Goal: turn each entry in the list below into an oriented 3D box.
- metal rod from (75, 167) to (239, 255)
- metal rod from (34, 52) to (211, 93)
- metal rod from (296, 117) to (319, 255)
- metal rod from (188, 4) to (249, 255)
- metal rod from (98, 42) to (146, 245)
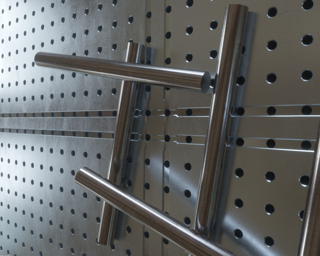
[{"bbox_3d":[0.020,0.120,0.352,0.300,0.025,0.025,24,106,24],"label":"metal rod"},{"bbox_3d":[-0.072,-0.082,0.429,0.300,0.025,0.025,14,99,32],"label":"metal rod"},{"bbox_3d":[0.140,0.075,0.272,0.025,0.025,0.298,9,90,39],"label":"metal rod"},{"bbox_3d":[0.065,0.015,0.354,0.025,0.025,0.298,13,98,39],"label":"metal rod"},{"bbox_3d":[-0.058,0.028,0.454,0.025,0.025,0.298,16,100,38],"label":"metal rod"}]
